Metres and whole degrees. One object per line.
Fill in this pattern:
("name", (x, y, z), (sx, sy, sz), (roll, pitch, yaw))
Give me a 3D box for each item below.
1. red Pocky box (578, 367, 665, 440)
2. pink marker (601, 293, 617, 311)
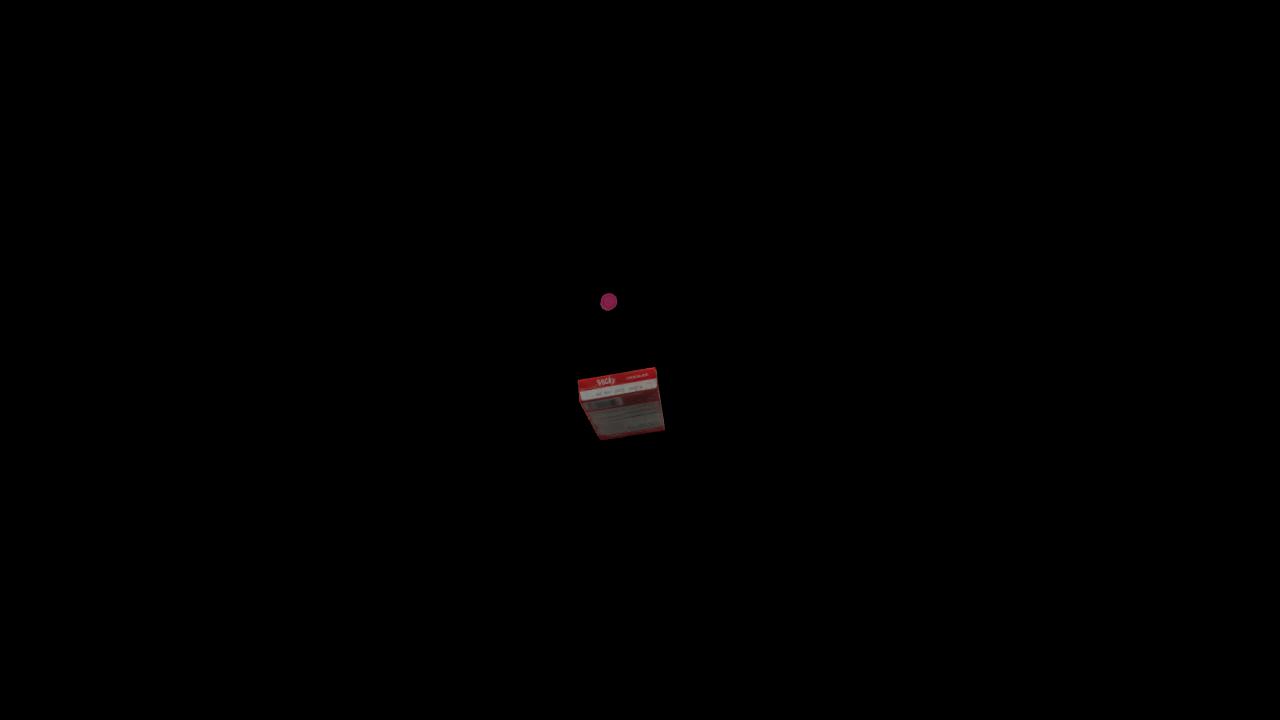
("red Pocky box", (-0.017, 0.053, 0.687), (0.083, 0.028, 0.155), (-10, -23, 1))
("pink marker", (-0.038, -0.069, 0.744), (0.020, 0.020, 0.121), (0, 4, -4))
